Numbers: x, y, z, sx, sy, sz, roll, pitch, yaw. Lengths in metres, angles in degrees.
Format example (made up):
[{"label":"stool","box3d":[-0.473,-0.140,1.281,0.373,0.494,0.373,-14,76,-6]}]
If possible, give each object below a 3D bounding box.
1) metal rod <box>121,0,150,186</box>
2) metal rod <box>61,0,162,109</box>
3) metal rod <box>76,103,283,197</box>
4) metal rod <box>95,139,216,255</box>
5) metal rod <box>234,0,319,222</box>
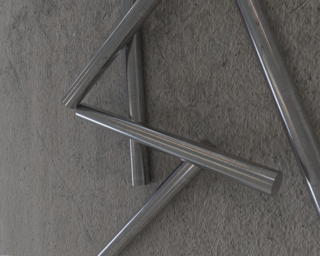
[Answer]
[{"label":"metal rod","box3d":[-0.036,-0.071,0.434,0.025,0.025,0.298,-6,86,40]},{"label":"metal rod","box3d":[-0.037,-0.138,0.406,0.299,0.025,0.025,-46,62,20]},{"label":"metal rod","box3d":[-0.005,0.013,0.374,0.300,0.025,0.025,19,102,38]},{"label":"metal rod","box3d":[-0.026,0.125,0.426,0.298,0.025,0.025,-51,60,27]},{"label":"metal rod","box3d":[0.118,-0.046,0.306,0.025,0.025,0.299,-26,74,37]}]
